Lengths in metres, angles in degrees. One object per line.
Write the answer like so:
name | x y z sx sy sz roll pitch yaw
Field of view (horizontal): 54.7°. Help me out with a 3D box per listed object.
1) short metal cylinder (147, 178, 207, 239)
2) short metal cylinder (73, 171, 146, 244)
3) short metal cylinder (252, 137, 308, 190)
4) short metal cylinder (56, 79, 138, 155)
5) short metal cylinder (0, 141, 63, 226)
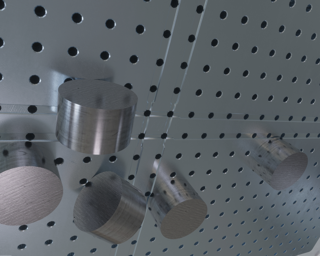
short metal cylinder | 0.027 0.127 0.488 0.081 0.050 0.079 -14 124 -21
short metal cylinder | -0.065 0.104 0.404 0.080 0.080 0.050 -43 129 2
short metal cylinder | 0.212 0.063 0.550 0.081 0.050 0.079 -14 124 -21
short metal cylinder | -0.067 -0.014 0.330 0.081 0.080 0.050 -2 119 -28
short metal cylinder | -0.155 0.062 0.348 0.081 0.050 0.079 -14 124 -21
